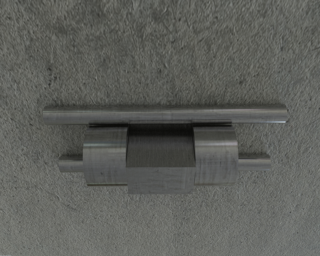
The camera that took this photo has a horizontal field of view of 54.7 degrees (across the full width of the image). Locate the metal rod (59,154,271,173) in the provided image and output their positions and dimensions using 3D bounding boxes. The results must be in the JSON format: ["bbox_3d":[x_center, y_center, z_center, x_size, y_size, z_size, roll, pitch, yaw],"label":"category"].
[{"bbox_3d":[0.007,0.051,0.453,0.302,0.025,0.025,0,130,0],"label":"metal rod"}]

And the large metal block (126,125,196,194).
[{"bbox_3d":[0.001,0.038,0.402,0.081,0.080,0.050,0,130,0],"label":"large metal block"}]

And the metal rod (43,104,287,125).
[{"bbox_3d":[0.007,-0.017,0.394,0.302,0.025,0.025,0,130,0],"label":"metal rod"}]

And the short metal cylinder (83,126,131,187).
[{"bbox_3d":[-0.065,0.036,0.402,0.050,0.080,0.079,-1,130,0],"label":"short metal cylinder"}]

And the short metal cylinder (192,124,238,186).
[{"bbox_3d":[0.067,0.035,0.402,0.050,0.080,0.079,-1,130,0],"label":"short metal cylinder"}]
